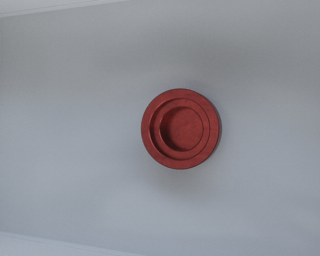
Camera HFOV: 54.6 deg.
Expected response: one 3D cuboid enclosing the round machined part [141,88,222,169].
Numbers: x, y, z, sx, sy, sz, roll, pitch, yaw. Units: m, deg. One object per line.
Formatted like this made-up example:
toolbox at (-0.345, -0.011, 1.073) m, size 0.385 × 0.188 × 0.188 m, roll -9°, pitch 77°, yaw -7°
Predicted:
round machined part at (0.029, 0.001, 0.391) m, size 0.098 × 0.042 × 0.097 m, roll 0°, pitch 90°, yaw 20°
